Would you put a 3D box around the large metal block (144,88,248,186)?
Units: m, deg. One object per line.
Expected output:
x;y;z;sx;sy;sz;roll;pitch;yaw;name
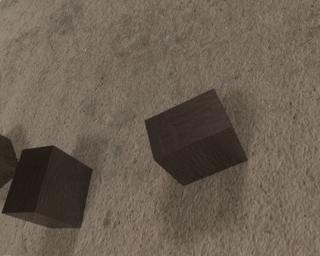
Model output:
0.041;0.014;0.338;0.080;0.080;0.050;-25;53;13;large metal block

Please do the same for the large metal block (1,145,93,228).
-0.137;0.077;0.391;0.050;0.080;0.080;-8;58;23;large metal block

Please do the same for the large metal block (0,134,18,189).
-0.281;0.059;0.496;0.080;0.050;0.080;-41;51;0;large metal block
